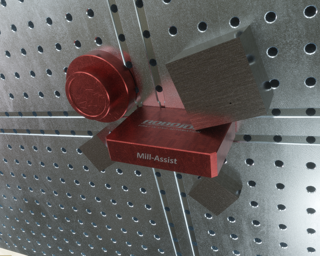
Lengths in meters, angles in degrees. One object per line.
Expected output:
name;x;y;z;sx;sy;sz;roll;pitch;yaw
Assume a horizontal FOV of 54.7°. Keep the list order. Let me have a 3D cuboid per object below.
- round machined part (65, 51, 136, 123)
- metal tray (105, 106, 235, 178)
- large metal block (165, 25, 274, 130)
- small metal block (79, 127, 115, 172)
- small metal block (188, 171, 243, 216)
round machined part;-0.086;-0.049;0.413;0.098;0.042;0.097;13;124;20
metal tray;0.015;0.011;0.366;0.130;0.090;0.030;7;121;24
large metal block;0.065;-0.051;0.329;0.080;0.050;0.080;-14;112;33
small metal block;-0.088;0.033;0.476;0.050;0.025;0.050;-33;101;38
small metal block;0.075;0.085;0.424;0.050;0.025;0.050;37;129;3
